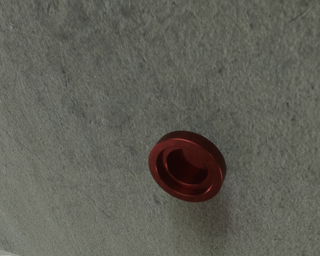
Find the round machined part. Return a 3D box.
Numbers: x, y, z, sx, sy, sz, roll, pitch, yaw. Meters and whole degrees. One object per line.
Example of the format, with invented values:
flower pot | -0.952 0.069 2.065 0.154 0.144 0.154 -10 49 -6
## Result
round machined part | 0.038 0.045 0.403 0.098 0.042 0.097 13 124 20
